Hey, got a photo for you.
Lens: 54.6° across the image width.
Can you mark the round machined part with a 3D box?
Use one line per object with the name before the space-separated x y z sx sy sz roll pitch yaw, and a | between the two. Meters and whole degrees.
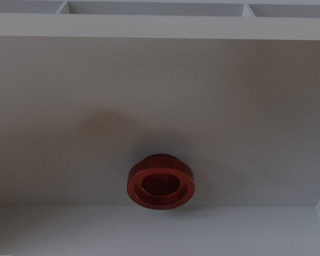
round machined part | 0.001 0.076 0.462 0.099 0.042 0.097 0 130 0
